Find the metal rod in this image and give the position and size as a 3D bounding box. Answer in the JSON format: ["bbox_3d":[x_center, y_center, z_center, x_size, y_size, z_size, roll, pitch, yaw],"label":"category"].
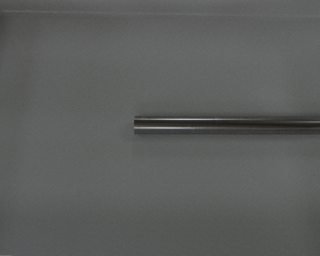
[{"bbox_3d":[0.118,-0.004,0.412,0.302,0.025,0.025,0,70,-1],"label":"metal rod"}]
